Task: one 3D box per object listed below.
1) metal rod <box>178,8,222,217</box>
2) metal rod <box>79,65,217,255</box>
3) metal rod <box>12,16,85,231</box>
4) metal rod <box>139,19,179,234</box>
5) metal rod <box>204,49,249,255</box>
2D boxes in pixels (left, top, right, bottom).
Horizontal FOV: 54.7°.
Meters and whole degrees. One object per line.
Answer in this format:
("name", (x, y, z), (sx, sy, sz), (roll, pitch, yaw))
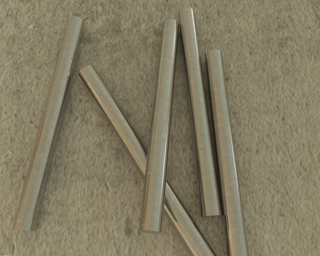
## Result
("metal rod", (0.051, -0.035, 0.421), (0.025, 0.025, 0.299), (-4, 70, -2))
("metal rod", (-0.022, 0.039, 0.393), (0.025, 0.025, 0.299), (-31, 73, -11))
("metal rod", (-0.142, -0.020, 0.413), (0.025, 0.025, 0.299), (6, 70, 2))
("metal rod", (0.003, -0.022, 0.398), (0.025, 0.025, 0.299), (5, 63, 1))
("metal rod", (0.084, 0.034, 0.396), (0.025, 0.025, 0.299), (-2, 70, -1))
